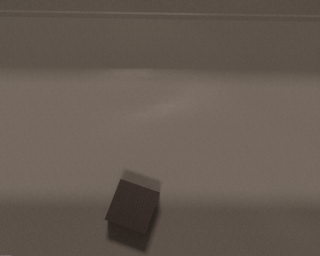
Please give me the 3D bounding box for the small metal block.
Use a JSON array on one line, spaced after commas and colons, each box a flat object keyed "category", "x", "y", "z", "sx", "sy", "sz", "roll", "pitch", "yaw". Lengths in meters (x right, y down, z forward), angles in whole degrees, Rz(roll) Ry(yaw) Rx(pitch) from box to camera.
[{"category": "small metal block", "x": -0.032, "y": 0.095, "z": 0.374, "sx": 0.050, "sy": 0.025, "sz": 0.050, "roll": 18, "pitch": 71, "yaw": 6}]
